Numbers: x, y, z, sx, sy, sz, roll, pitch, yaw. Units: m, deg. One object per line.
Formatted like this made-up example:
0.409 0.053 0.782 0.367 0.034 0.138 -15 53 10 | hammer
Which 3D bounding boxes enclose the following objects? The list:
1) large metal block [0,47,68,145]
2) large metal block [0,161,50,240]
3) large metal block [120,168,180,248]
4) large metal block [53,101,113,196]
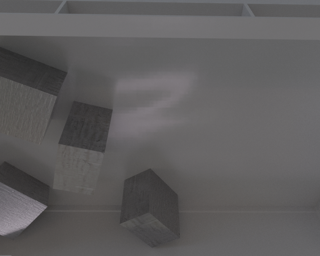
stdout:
-0.164 -0.036 0.361 0.080 0.050 0.079 20 127 -17 | large metal block
-0.229 0.111 0.470 0.080 0.050 0.080 -44 120 9 | large metal block
-0.013 0.124 0.478 0.050 0.080 0.080 -27 125 21 | large metal block
-0.097 0.025 0.394 0.050 0.080 0.079 13 129 -11 | large metal block
